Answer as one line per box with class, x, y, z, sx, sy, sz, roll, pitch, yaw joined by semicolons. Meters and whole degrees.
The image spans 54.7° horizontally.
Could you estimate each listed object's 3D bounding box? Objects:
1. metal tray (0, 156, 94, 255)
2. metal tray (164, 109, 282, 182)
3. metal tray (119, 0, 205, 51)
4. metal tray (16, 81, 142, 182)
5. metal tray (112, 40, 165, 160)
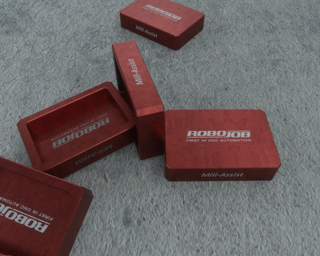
metal tray;-0.145;0.083;0.308;0.130;0.030;0.090;17;73;13
metal tray;0.071;0.019;0.383;0.131;0.030;0.090;0;50;-1
metal tray;0.003;-0.197;0.565;0.130;0.030;0.090;30;56;22
metal tray;-0.100;0.002;0.389;0.131;0.030;0.090;-27;55;-15
metal tray;-0.029;-0.037;0.391;0.030;0.090;0.130;-14;51;-11
